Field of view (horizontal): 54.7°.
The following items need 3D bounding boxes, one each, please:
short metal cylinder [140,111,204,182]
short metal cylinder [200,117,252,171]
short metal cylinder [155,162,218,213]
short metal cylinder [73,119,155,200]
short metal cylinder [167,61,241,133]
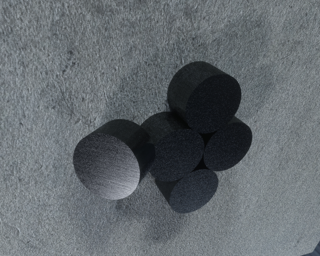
[{"bbox_3d":[0.011,0.024,0.413,0.081,0.050,0.079,-14,124,-21],"label":"short metal cylinder"},{"bbox_3d":[0.085,0.015,0.448,0.081,0.050,0.079,-14,124,-21],"label":"short metal cylinder"},{"bbox_3d":[0.039,0.080,0.463,0.081,0.050,0.079,-14,124,-21],"label":"short metal cylinder"},{"bbox_3d":[-0.051,0.035,0.359,0.080,0.050,0.079,6,111,17],"label":"short metal cylinder"},{"bbox_3d":[0.056,-0.040,0.398,0.081,0.050,0.079,-14,124,-21],"label":"short metal cylinder"}]
